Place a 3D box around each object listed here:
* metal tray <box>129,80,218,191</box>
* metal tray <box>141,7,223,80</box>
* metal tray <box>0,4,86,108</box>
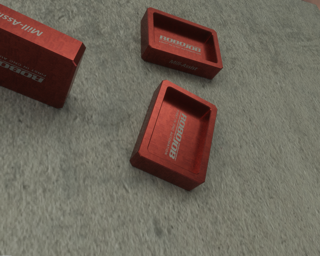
[{"bbox_3d":[0.023,0.006,0.410,0.090,0.030,0.130,26,52,-12],"label":"metal tray"},{"bbox_3d":[0.035,-0.136,0.504,0.131,0.030,0.090,11,57,-23],"label":"metal tray"},{"bbox_3d":[-0.154,-0.078,0.327,0.131,0.090,0.030,23,53,-15],"label":"metal tray"}]
